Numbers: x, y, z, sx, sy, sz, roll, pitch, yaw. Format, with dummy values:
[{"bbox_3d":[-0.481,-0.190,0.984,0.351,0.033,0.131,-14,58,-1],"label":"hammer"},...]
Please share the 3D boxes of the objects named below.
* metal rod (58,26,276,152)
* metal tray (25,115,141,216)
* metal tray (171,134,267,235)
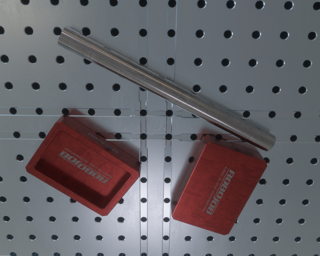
[{"bbox_3d":[0.017,-0.045,0.396,0.301,0.025,0.025,26,108,-10],"label":"metal rod"},{"bbox_3d":[-0.103,0.054,0.429,0.130,0.030,0.090,35,106,-12],"label":"metal tray"},{"bbox_3d":[0.081,0.083,0.442,0.091,0.030,0.129,20,109,-8],"label":"metal tray"}]
